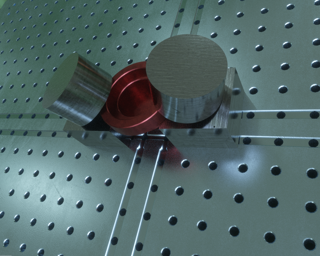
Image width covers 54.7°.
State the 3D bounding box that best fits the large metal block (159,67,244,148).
[{"bbox_3d":[0.053,-0.023,0.378,0.080,0.050,0.080,-1,61,28],"label":"large metal block"}]

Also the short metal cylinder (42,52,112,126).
[{"bbox_3d":[-0.106,-0.049,0.397,0.080,0.050,0.080,-31,43,34],"label":"short metal cylinder"}]

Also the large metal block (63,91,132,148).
[{"bbox_3d":[-0.079,-0.020,0.446,0.080,0.050,0.080,1,62,28],"label":"large metal block"}]

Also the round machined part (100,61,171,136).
[{"bbox_3d":[-0.024,-0.033,0.393,0.098,0.042,0.098,-13,56,21],"label":"round machined part"}]

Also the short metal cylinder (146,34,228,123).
[{"bbox_3d":[0.028,-0.052,0.328,0.080,0.050,0.080,-2,63,4],"label":"short metal cylinder"}]
